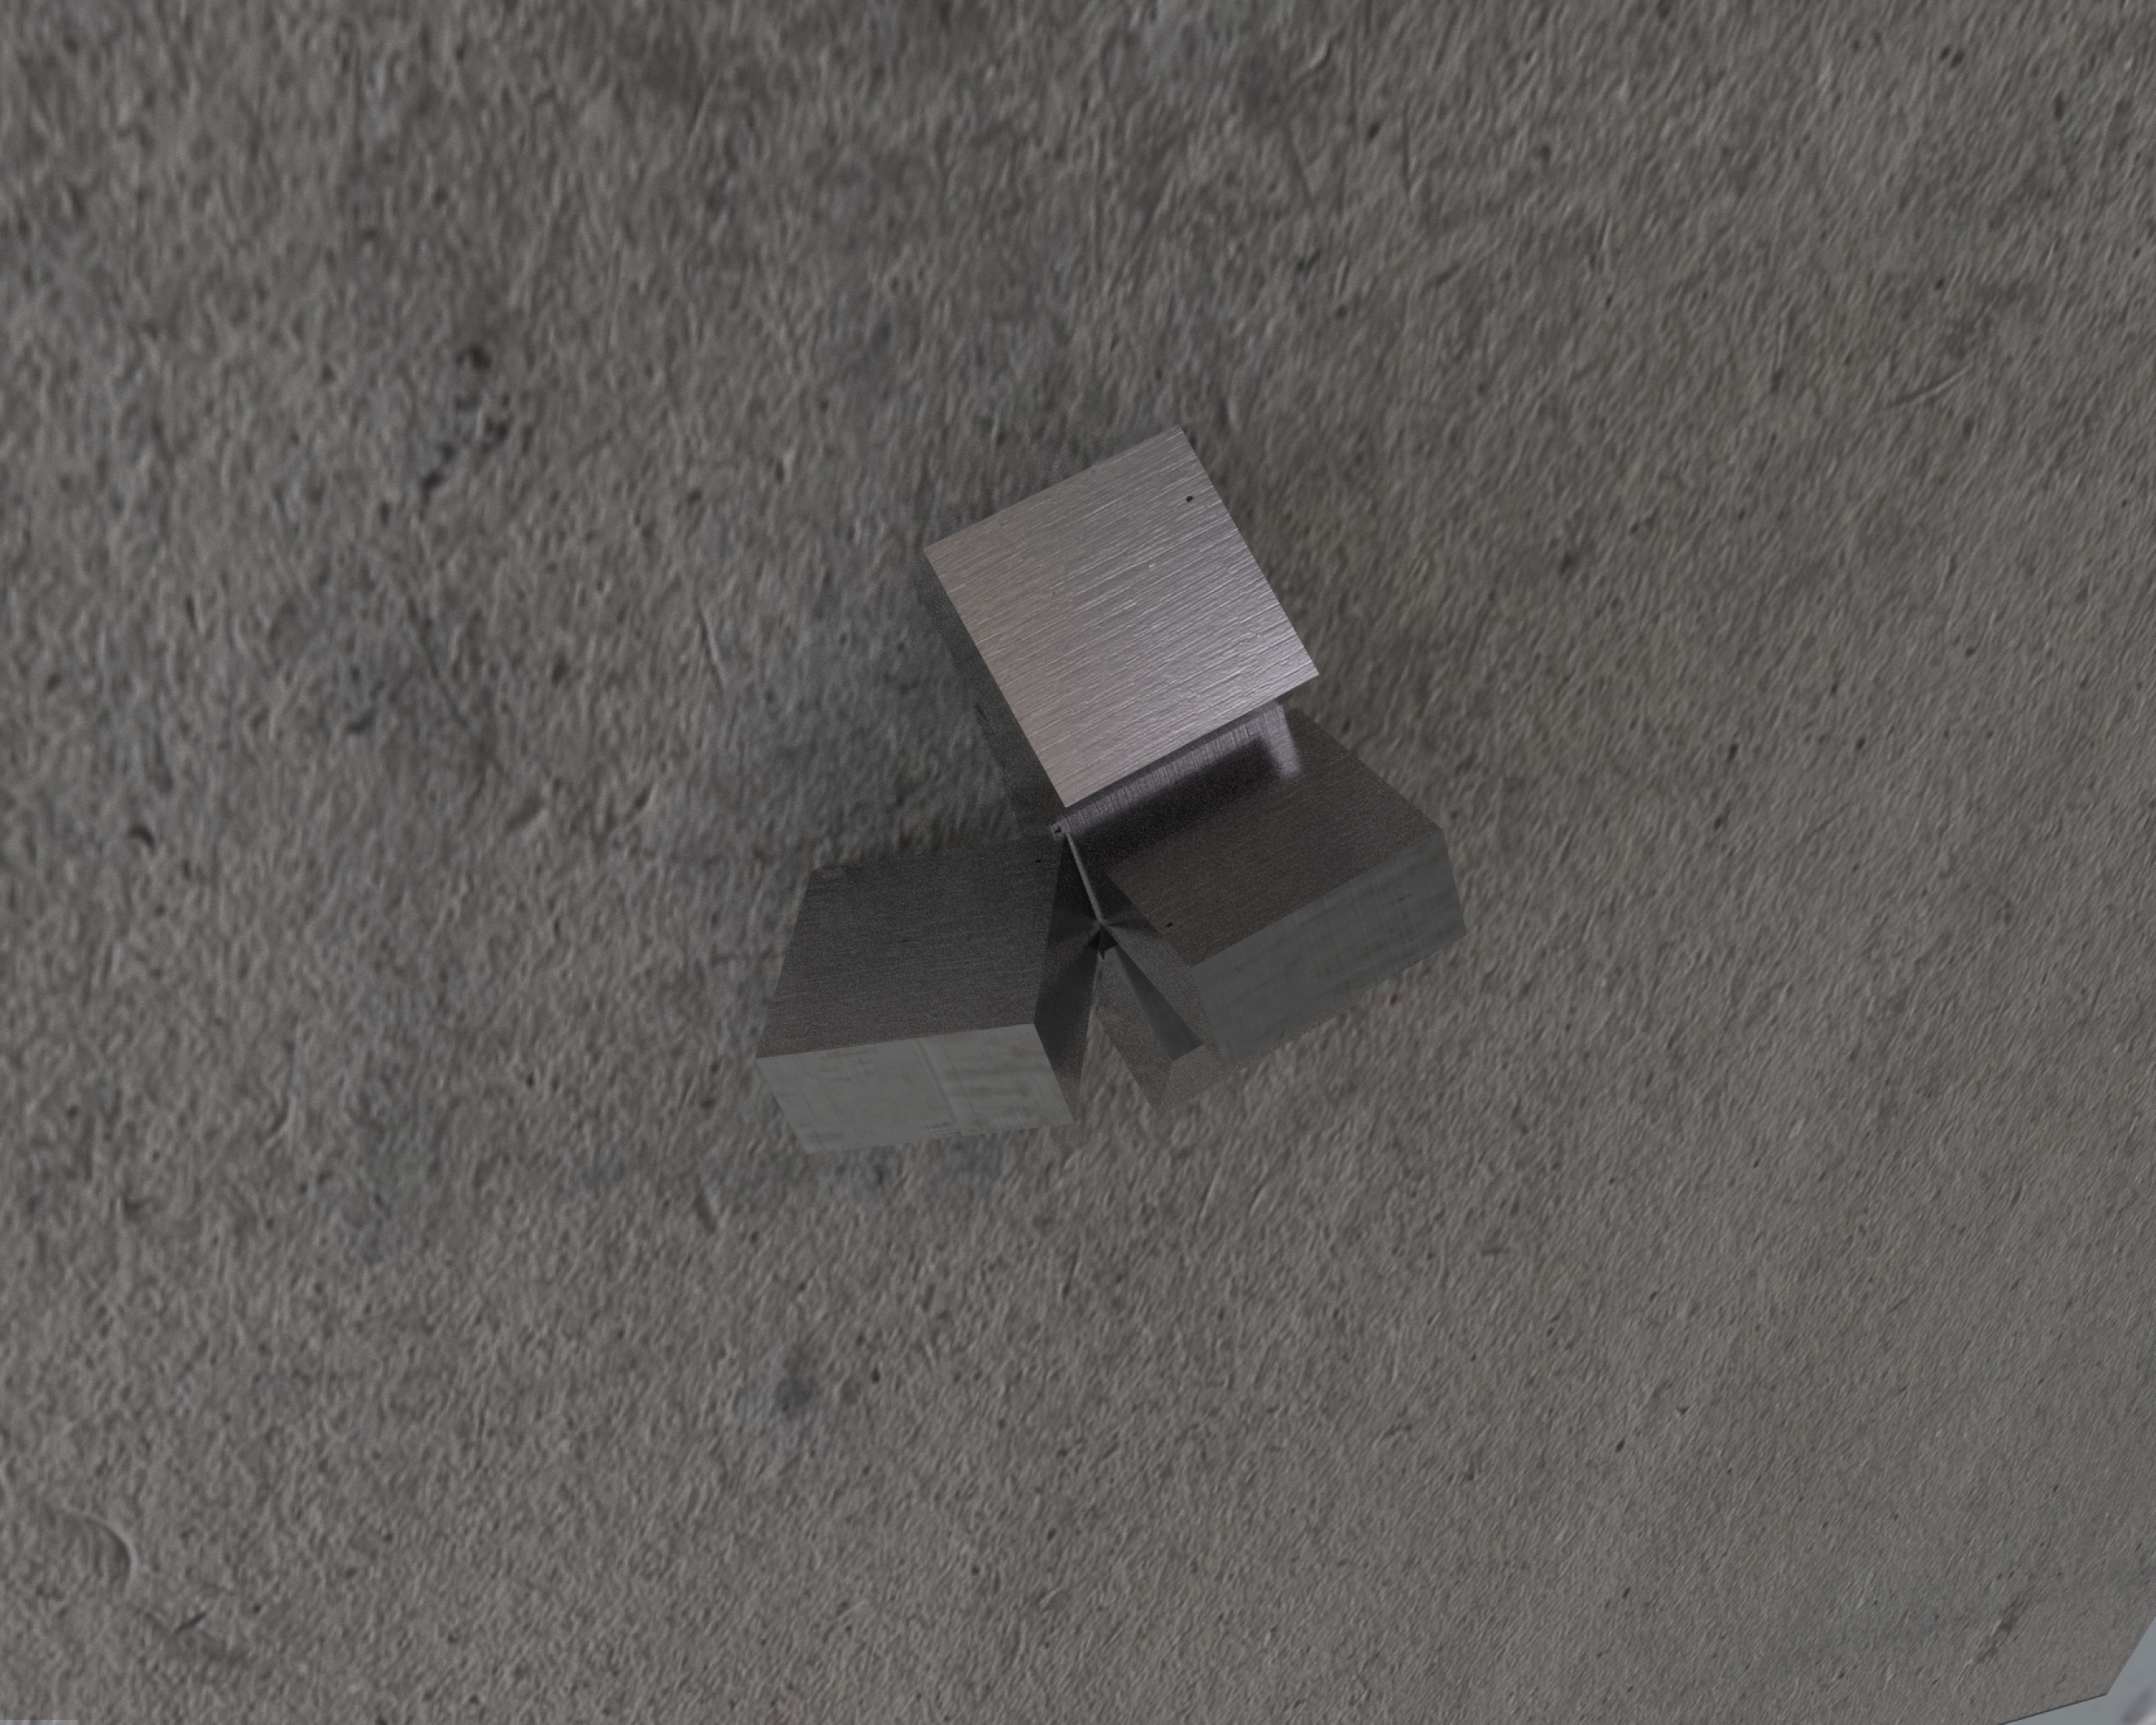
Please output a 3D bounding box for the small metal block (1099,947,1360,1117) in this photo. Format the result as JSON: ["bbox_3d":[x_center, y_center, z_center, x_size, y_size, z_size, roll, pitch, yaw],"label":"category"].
[{"bbox_3d":[0.033,0.024,0.423,0.050,0.025,0.050,-28,164,-11],"label":"small metal block"}]

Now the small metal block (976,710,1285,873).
[{"bbox_3d":[0.014,-0.016,0.404,0.050,0.025,0.050,-28,128,-11],"label":"small metal block"}]

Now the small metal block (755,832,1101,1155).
[{"bbox_3d":[-0.026,0.023,0.379,0.050,0.050,0.025,-8,129,14],"label":"small metal block"}]

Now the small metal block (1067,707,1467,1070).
[{"bbox_3d":[0.034,0.003,0.379,0.050,0.050,0.025,-28,128,-11],"label":"small metal block"}]

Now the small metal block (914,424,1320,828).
[{"bbox_3d":[0.006,-0.041,0.367,0.050,0.025,0.050,-28,88,-11],"label":"small metal block"}]
